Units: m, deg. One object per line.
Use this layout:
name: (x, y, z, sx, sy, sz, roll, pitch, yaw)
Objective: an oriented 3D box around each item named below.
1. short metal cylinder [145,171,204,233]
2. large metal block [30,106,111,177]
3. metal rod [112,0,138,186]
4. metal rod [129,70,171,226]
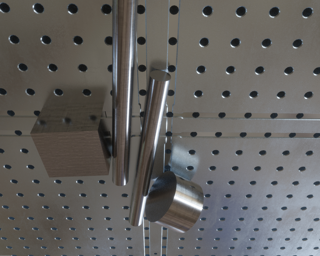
short metal cylinder: (0.021, 0.112, 0.471, 0.050, 0.080, 0.080, 29, 124, -22)
large metal block: (-0.111, 0.019, 0.410, 0.080, 0.050, 0.079, -2, 130, 2)
metal rod: (-0.046, -0.033, 0.382, 0.025, 0.025, 0.298, 4, 130, -4)
metal rod: (-0.021, 0.052, 0.455, 0.025, 0.025, 0.298, 6, 130, -6)
